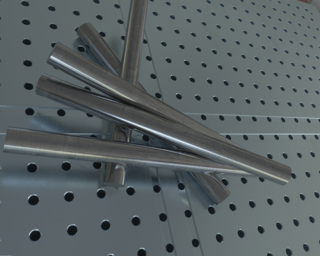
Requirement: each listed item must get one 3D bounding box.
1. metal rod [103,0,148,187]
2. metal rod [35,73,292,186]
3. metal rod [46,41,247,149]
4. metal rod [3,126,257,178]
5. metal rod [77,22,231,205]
[{"bbox_3d":[-0.039,-0.074,0.400,0.025,0.025,0.299,14,66,-21],"label":"metal rod"},{"bbox_3d":[0.010,0.005,0.355,0.302,0.025,0.025,21,53,-7],"label":"metal rod"},{"bbox_3d":[0.009,-0.015,0.383,0.301,0.025,0.025,27,51,-27],"label":"metal rod"},{"bbox_3d":[-0.007,0.032,0.348,0.302,0.025,0.025,9,58,-26],"label":"metal rod"},{"bbox_3d":[-0.013,-0.024,0.417,0.025,0.025,0.300,-33,81,-38],"label":"metal rod"}]
